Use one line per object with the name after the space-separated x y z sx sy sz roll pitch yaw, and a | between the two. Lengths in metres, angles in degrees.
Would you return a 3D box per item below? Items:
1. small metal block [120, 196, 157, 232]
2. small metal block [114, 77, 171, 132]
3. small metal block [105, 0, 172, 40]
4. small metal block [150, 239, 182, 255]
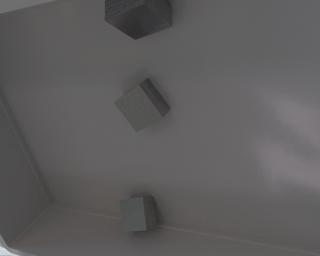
-0.036 0.138 0.497 0.050 0.025 0.050 -17 73 34 | small metal block
-0.023 -0.029 0.403 0.050 0.025 0.050 -29 103 37 | small metal block
-0.022 -0.121 0.326 0.050 0.050 0.025 -10 76 32 | small metal block
0.010 0.233 0.551 0.050 0.025 0.050 17 125 18 | small metal block
